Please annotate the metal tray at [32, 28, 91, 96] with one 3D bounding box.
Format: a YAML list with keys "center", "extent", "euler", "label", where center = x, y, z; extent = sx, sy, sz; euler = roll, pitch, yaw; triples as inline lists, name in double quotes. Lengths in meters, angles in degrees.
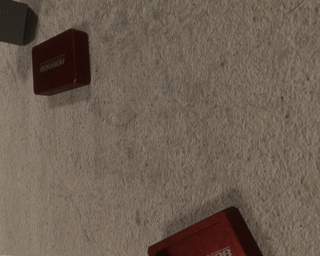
- center: [-0.177, -0.111, 0.544]
  extent: [0.130, 0.030, 0.089]
  euler: [-7, 86, 39]
  label: "metal tray"

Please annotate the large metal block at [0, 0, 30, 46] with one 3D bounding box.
- center: [-0.306, -0.210, 0.608]
  extent: [0.050, 0.081, 0.079]
  euler: [-141, 62, -67]
  label: "large metal block"

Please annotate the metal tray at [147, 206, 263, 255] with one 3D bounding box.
- center: [0.052, 0.158, 0.357]
  extent: [0.130, 0.030, 0.090]
  euler: [-39, 67, 33]
  label: "metal tray"
